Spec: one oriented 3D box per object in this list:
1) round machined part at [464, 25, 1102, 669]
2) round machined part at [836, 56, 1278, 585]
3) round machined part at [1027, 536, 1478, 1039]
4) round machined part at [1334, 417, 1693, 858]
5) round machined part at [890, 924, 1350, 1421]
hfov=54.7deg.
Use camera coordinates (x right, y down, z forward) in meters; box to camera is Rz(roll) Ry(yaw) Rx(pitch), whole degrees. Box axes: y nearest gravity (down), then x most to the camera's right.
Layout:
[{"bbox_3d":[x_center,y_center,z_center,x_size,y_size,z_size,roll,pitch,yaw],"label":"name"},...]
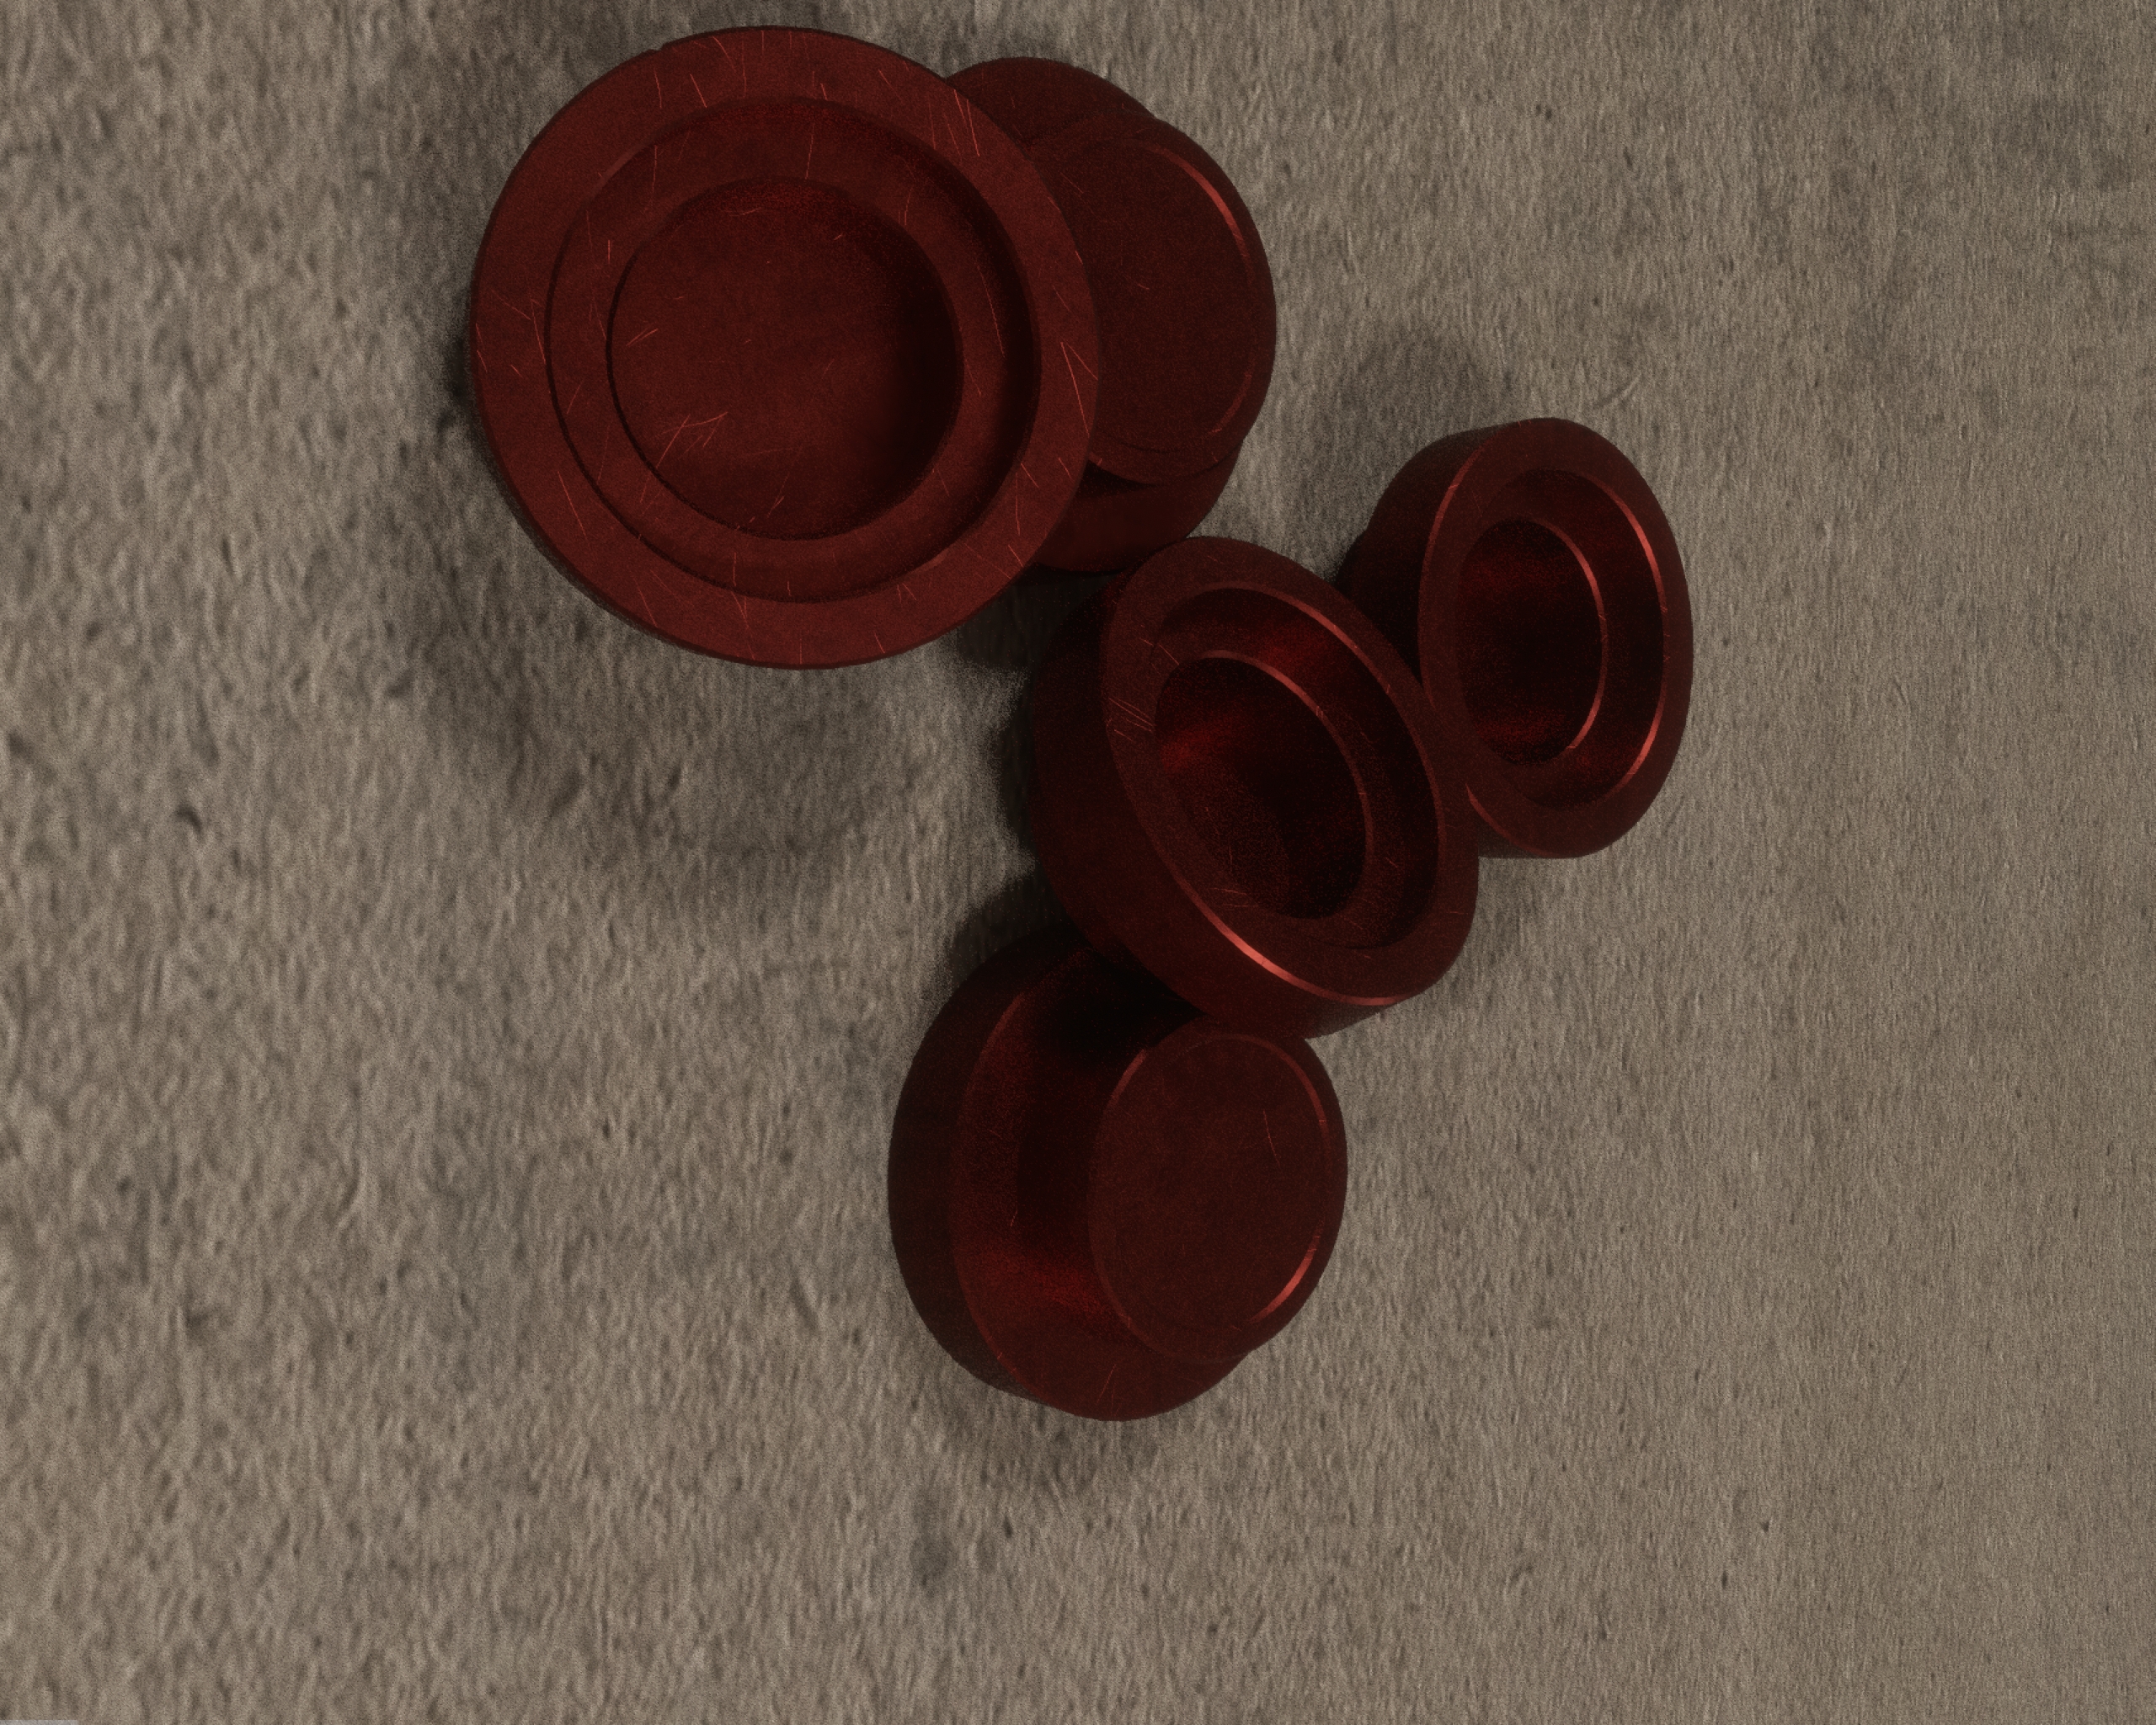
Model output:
[{"bbox_3d":[-0.049,-0.081,0.341,0.099,0.042,0.097,-3,98,-19],"label":"round machined part"},{"bbox_3d":[0.000,-0.103,0.396,0.099,0.042,0.097,0,90,-40],"label":"round machined part"},{"bbox_3d":[0.029,-0.011,0.408,0.099,0.042,0.098,22,53,-33],"label":"round machined part"},{"bbox_3d":[0.095,-0.050,0.477,0.099,0.042,0.097,0,90,-40],"label":"round machined part"},{"bbox_3d":[0.015,0.061,0.409,0.099,0.042,0.097,0,90,-40],"label":"round machined part"}]
